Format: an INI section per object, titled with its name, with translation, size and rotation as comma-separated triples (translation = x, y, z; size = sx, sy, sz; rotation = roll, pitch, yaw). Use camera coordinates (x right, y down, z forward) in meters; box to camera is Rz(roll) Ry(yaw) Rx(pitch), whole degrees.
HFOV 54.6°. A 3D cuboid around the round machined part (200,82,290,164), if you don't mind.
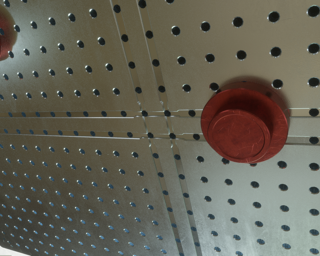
[round machined part]
translation = 0.093, 0.001, 0.352
size = 0.098, 0.042, 0.097
rotation = 13, 124, 21
